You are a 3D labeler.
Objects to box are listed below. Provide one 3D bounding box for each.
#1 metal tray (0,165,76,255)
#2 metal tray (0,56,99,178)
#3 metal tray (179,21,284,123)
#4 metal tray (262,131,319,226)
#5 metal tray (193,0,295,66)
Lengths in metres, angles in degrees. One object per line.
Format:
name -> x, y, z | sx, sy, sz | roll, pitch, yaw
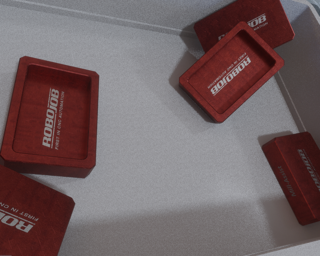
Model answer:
metal tray -> -0.144, 0.072, 0.251 | 0.131, 0.030, 0.090 | 31, 28, -17
metal tray -> -0.118, -0.013, 0.346 | 0.091, 0.030, 0.130 | 10, 58, -23
metal tray -> 0.103, -0.081, 0.458 | 0.130, 0.030, 0.090 | -43, 86, 0
metal tray -> 0.224, 0.073, 0.478 | 0.091, 0.030, 0.130 | -7, 65, -31
metal tray -> 0.131, -0.152, 0.492 | 0.090, 0.130, 0.030 | 65, 19, -2
